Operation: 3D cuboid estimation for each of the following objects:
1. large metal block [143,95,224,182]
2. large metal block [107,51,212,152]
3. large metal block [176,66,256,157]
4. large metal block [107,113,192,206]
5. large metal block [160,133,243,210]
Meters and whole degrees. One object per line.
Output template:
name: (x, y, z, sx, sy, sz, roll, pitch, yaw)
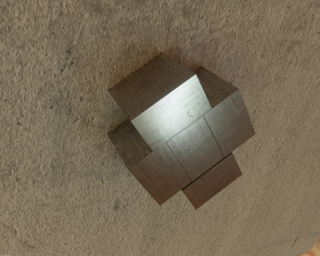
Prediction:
large metal block: (0.027, 0.008, 0.394, 0.050, 0.080, 0.080, -37, 130, -4)
large metal block: (-0.003, -0.033, 0.353, 0.080, 0.080, 0.050, -36, 130, -5)
large metal block: (0.068, -0.022, 0.399, 0.050, 0.080, 0.080, -37, 130, -4)
large metal block: (-0.014, 0.037, 0.390, 0.050, 0.080, 0.080, -37, 130, -4)
large metal block: (0.054, 0.052, 0.437, 0.080, 0.080, 0.050, -36, 130, -5)
